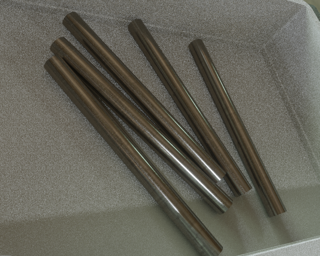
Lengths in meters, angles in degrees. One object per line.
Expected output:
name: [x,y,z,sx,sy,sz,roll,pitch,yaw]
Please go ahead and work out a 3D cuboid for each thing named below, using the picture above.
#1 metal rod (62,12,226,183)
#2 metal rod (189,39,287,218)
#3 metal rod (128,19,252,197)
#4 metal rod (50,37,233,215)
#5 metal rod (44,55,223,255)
metal rod: [-0.024,-0.042,0.419,0.300,0.025,0.025,47,51,4]
metal rod: [0.111,-0.013,0.475,0.025,0.025,0.299,-8,66,-32]
metal rod: [0.037,-0.037,0.449,0.025,0.025,0.299,-22,73,-36]
metal rod: [-0.025,-0.004,0.396,0.300,0.025,0.025,44,51,2]
metal rod: [-0.035,0.031,0.368,0.300,0.025,0.025,49,51,6]
